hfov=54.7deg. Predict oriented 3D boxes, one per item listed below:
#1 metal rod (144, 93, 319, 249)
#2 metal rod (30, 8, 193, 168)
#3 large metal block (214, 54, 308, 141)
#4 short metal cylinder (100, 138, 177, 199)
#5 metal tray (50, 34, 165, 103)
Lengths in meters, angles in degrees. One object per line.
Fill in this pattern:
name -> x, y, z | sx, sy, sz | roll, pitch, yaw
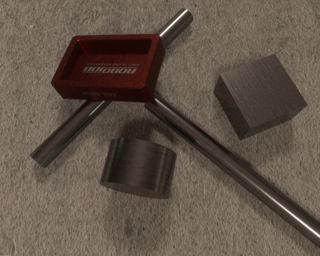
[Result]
metal rod -> 0.100, 0.055, 0.389 | 0.300, 0.025, 0.025 | 39, 74, 12
metal rod -> -0.057, -0.064, 0.430 | 0.025, 0.025, 0.301 | 39, 74, 12
large metal block -> 0.129, -0.040, 0.411 | 0.080, 0.050, 0.080 | -22, 72, -8
short metal cylinder -> -0.024, 0.049, 0.361 | 0.080, 0.080, 0.050 | 11, 71, 3
metal tray -> -0.067, -0.081, 0.409 | 0.130, 0.030, 0.090 | 4, 60, 17
